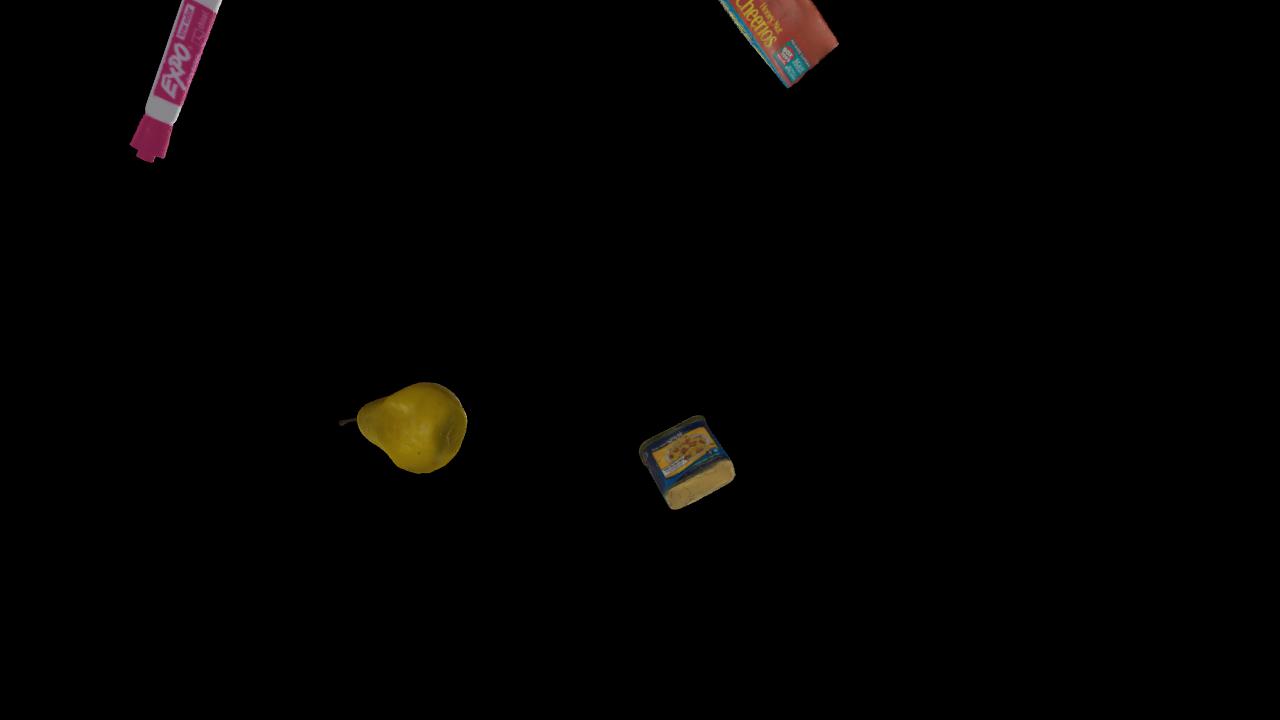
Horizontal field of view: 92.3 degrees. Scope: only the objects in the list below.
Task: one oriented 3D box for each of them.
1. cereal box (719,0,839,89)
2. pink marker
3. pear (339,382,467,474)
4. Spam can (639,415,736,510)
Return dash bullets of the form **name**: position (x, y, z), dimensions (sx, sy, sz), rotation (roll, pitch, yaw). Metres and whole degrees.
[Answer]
- **cereal box**: position (0.121, -0.474, 0.742), dimensions (0.081, 0.306, 0.203), rotation (-35, -56, 26)
- **pink marker**: position (-0.299, -0.185, 0.396), dimensions (0.020, 0.121, 0.020), rotation (26, 7, -4)
- **pear**: position (-0.212, 0.053, 0.547), dimensions (0.111, 0.080, 0.080), rotation (15, 4, 15)
- **Spam can**: position (0.062, 0.134, 0.801), dimensions (0.101, 0.058, 0.085), rotation (-27, 43, -6)
